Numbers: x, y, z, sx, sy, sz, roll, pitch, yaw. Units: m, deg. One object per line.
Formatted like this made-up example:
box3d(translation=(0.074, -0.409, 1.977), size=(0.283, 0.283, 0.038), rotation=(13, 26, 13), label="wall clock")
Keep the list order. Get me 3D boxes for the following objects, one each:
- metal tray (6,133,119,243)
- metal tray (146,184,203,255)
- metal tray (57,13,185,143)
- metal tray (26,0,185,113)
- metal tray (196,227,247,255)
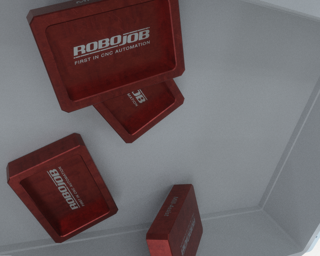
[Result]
box3d(translation=(-0.117, 0.079, 0.390), size=(0.091, 0.030, 0.129), rotation=(-26, 128, -12), label="metal tray")
box3d(translation=(0.026, 0.149, 0.440), size=(0.030, 0.131, 0.089), rotation=(-7, 107, 22), label="metal tray")
box3d(translation=(-0.038, -0.053, 0.351), size=(0.090, 0.030, 0.130), rotation=(-38, 129, -3), label="metal tray")
box3d(translation=(-0.044, -0.077, 0.293), size=(0.131, 0.030, 0.089), rotation=(-21, 126, -16), label="metal tray")
box3d(translation=(0.115, 0.266, 0.635), size=(0.091, 0.030, 0.129), rotation=(1, 118, -29), label="metal tray")
